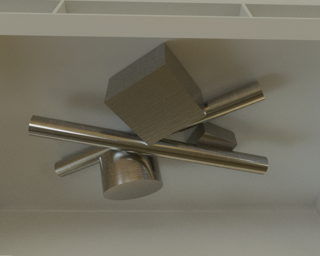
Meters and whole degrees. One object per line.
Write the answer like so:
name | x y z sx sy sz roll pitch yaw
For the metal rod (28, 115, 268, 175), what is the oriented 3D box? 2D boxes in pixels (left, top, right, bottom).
metal rod | -0.007 0.024 0.394 0.302 0.025 0.025 10 129 -9

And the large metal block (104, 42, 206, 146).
large metal block | -0.004 -0.037 0.359 0.080 0.050 0.080 -29 125 22

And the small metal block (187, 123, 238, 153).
small metal block | 0.069 0.023 0.425 0.050 0.025 0.050 21 127 -17

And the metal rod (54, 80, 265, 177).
metal rod | -0.013 0.008 0.413 0.300 0.025 0.025 -22 127 17

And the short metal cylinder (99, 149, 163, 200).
short metal cylinder | -0.040 0.062 0.425 0.081 0.050 0.080 -10 153 -5
